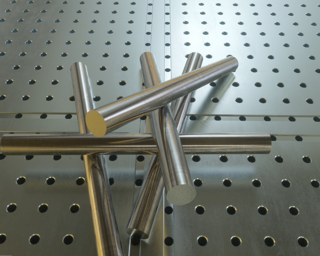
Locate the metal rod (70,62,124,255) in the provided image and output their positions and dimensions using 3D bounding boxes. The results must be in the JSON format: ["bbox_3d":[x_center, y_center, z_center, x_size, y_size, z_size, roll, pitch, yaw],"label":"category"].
[{"bbox_3d":[-0.087,0.018,0.391,0.025,0.025,0.300,-12,51,-10],"label":"metal rod"}]

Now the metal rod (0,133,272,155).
[{"bbox_3d":[-0.026,0.018,0.357,0.302,0.025,0.025,0,50,-1],"label":"metal rod"}]

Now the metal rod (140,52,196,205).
[{"bbox_3d":[-0.001,-0.028,0.380,0.025,0.025,0.300,-6,35,-5],"label":"metal rod"}]

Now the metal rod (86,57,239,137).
[{"bbox_3d":[0.029,-0.053,0.384,0.025,0.025,0.302,31,35,23],"label":"metal rod"}]

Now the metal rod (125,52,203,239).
[{"bbox_3d":[0.017,-0.002,0.409,0.025,0.025,0.300,12,51,10],"label":"metal rod"}]
